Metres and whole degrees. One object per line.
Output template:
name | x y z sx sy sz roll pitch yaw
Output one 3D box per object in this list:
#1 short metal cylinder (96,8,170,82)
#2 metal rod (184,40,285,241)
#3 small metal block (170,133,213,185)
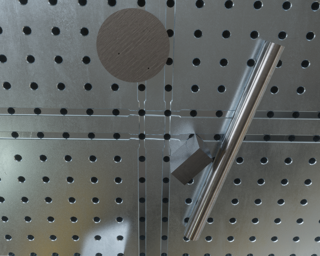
short metal cylinder | -0.030 -0.098 0.364 0.081 0.050 0.079 0 110 -1
metal rod | 0.094 0.030 0.425 0.025 0.025 0.298 17 109 -7
small metal block | 0.040 0.041 0.416 0.025 0.050 0.050 43 104 -14
